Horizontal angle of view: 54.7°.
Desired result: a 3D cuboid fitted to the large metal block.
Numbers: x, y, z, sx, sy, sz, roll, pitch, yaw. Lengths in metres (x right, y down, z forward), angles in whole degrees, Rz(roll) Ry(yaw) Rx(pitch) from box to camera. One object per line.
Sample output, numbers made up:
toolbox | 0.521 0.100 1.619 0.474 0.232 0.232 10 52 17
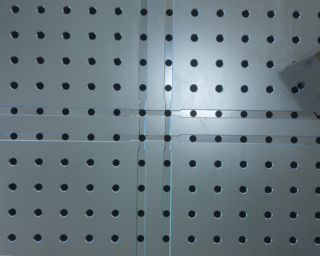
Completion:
large metal block | 0.216 -0.064 0.389 0.050 0.080 0.080 -35 90 0
